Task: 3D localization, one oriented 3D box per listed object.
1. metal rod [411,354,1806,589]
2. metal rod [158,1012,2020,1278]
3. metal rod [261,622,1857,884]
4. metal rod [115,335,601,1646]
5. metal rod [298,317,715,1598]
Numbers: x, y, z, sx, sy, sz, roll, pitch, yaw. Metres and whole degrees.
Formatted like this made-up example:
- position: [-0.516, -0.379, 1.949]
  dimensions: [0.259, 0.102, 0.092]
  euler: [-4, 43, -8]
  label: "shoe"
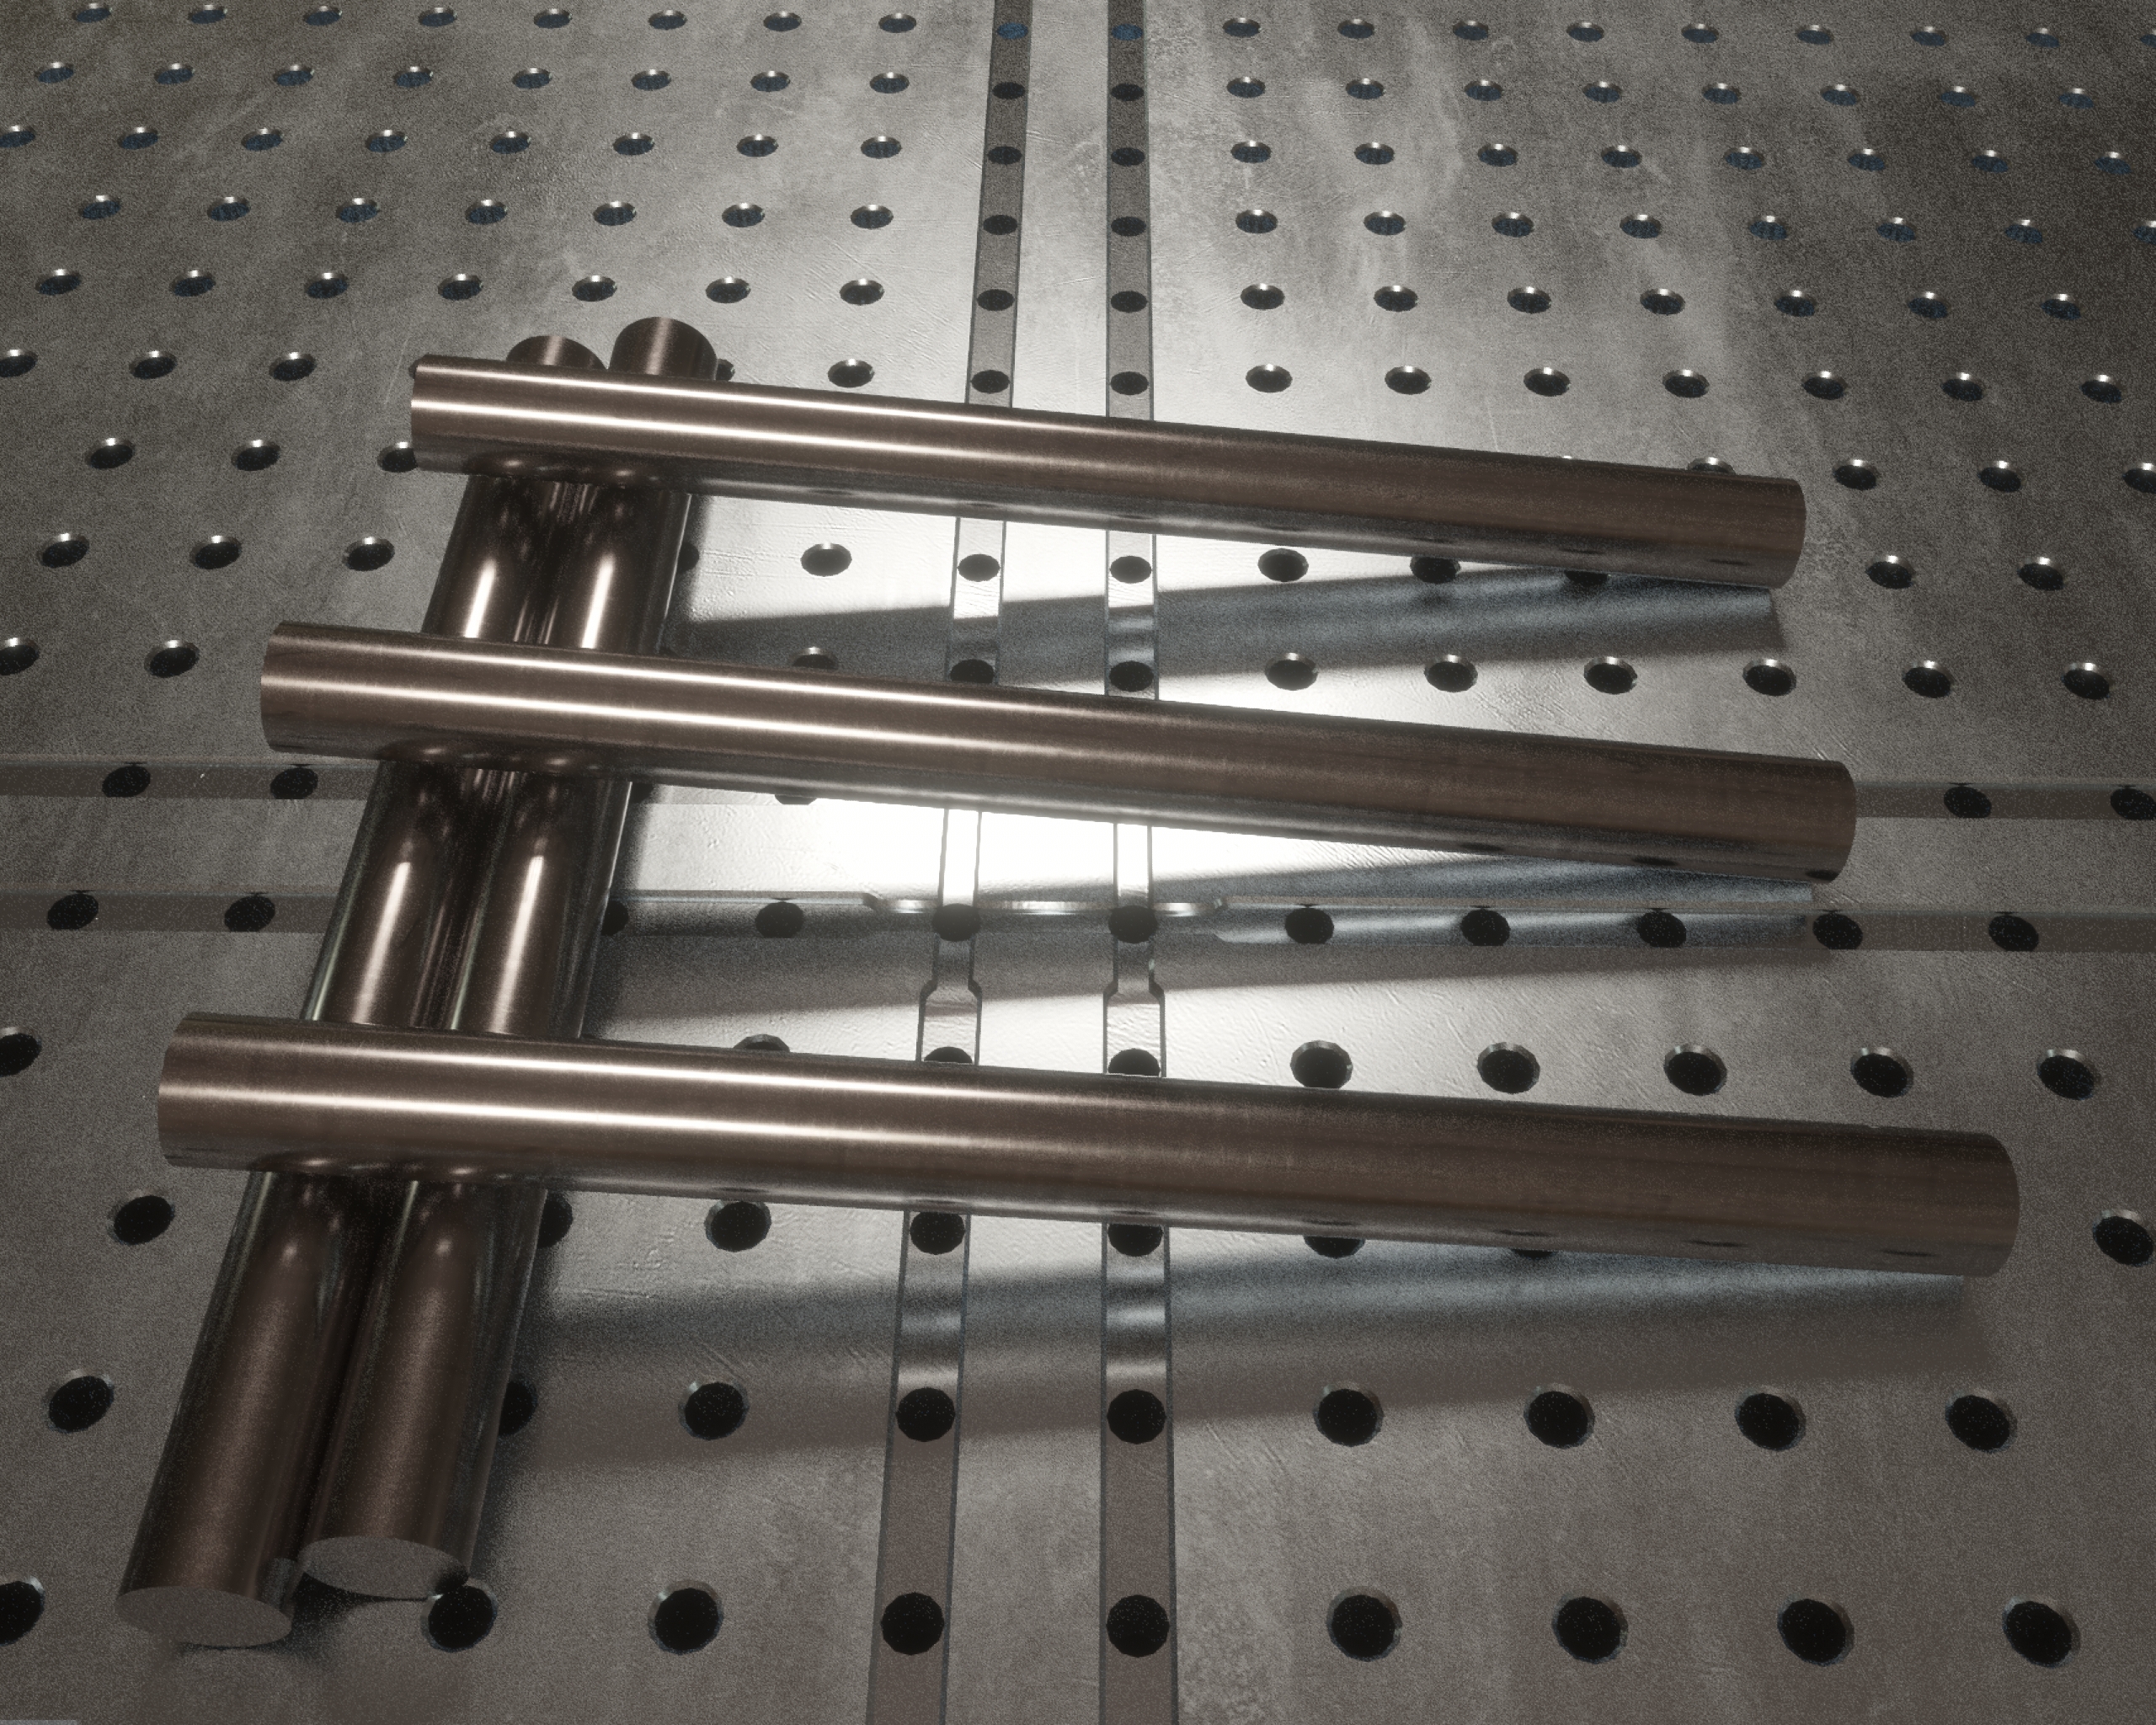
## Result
- position: [0.010, -0.086, 0.461]
  dimensions: [0.302, 0.025, 0.025]
  euler: [4, 50, -5]
  label: "metal rod"
- position: [0.007, 0.048, 0.349]
  dimensions: [0.302, 0.025, 0.025]
  euler: [4, 50, -5]
  label: "metal rod"
- position: [0.000, -0.021, 0.405]
  dimensions: [0.302, 0.025, 0.025]
  euler: [5, 50, -4]
  label: "metal rod"
- position: [-0.128, -0.002, 0.407]
  dimensions: [0.025, 0.025, 0.300]
  euler: [1, 50, 0]
  label: "metal rod"
- position: [-0.103, -0.008, 0.412]
  dimensions: [0.025, 0.025, 0.300]
  euler: [1, 50, 0]
  label: "metal rod"
